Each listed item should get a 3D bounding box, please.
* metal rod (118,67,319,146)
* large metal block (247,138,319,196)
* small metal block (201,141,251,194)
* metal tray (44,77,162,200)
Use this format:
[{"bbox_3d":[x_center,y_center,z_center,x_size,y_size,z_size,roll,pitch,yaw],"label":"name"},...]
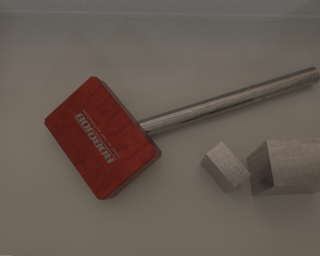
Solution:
[{"bbox_3d":[0.076,-0.030,0.421,0.302,0.025,0.025,-18,71,-7],"label":"metal rod"},{"bbox_3d":[0.156,0.048,0.365,0.081,0.080,0.050,-2,70,-1],"label":"large metal block"},{"bbox_3d":[0.079,0.050,0.379,0.025,0.050,0.050,-36,74,-12],"label":"small metal block"},{"bbox_3d":[-0.073,0.012,0.387,0.090,0.030,0.130,-41,75,6],"label":"metal tray"}]
